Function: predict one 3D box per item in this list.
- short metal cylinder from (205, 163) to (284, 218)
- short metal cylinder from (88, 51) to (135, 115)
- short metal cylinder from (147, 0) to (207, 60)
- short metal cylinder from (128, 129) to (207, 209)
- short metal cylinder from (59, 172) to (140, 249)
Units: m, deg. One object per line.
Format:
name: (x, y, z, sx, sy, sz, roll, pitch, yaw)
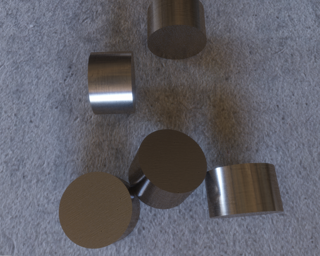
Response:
short metal cylinder: (0.094, 0.074, 0.353, 0.081, 0.080, 0.050, -4, 70, -2)
short metal cylinder: (-0.059, -0.058, 0.399, 0.050, 0.080, 0.080, -2, 70, -1)
short metal cylinder: (0.023, -0.138, 0.430, 0.081, 0.080, 0.050, -1, 70, -1)
short metal cylinder: (0.008, 0.048, 0.363, 0.081, 0.050, 0.080, 10, 54, -14)
short metal cylinder: (-0.067, 0.093, 0.355, 0.080, 0.050, 0.080, -1, 75, 6)
